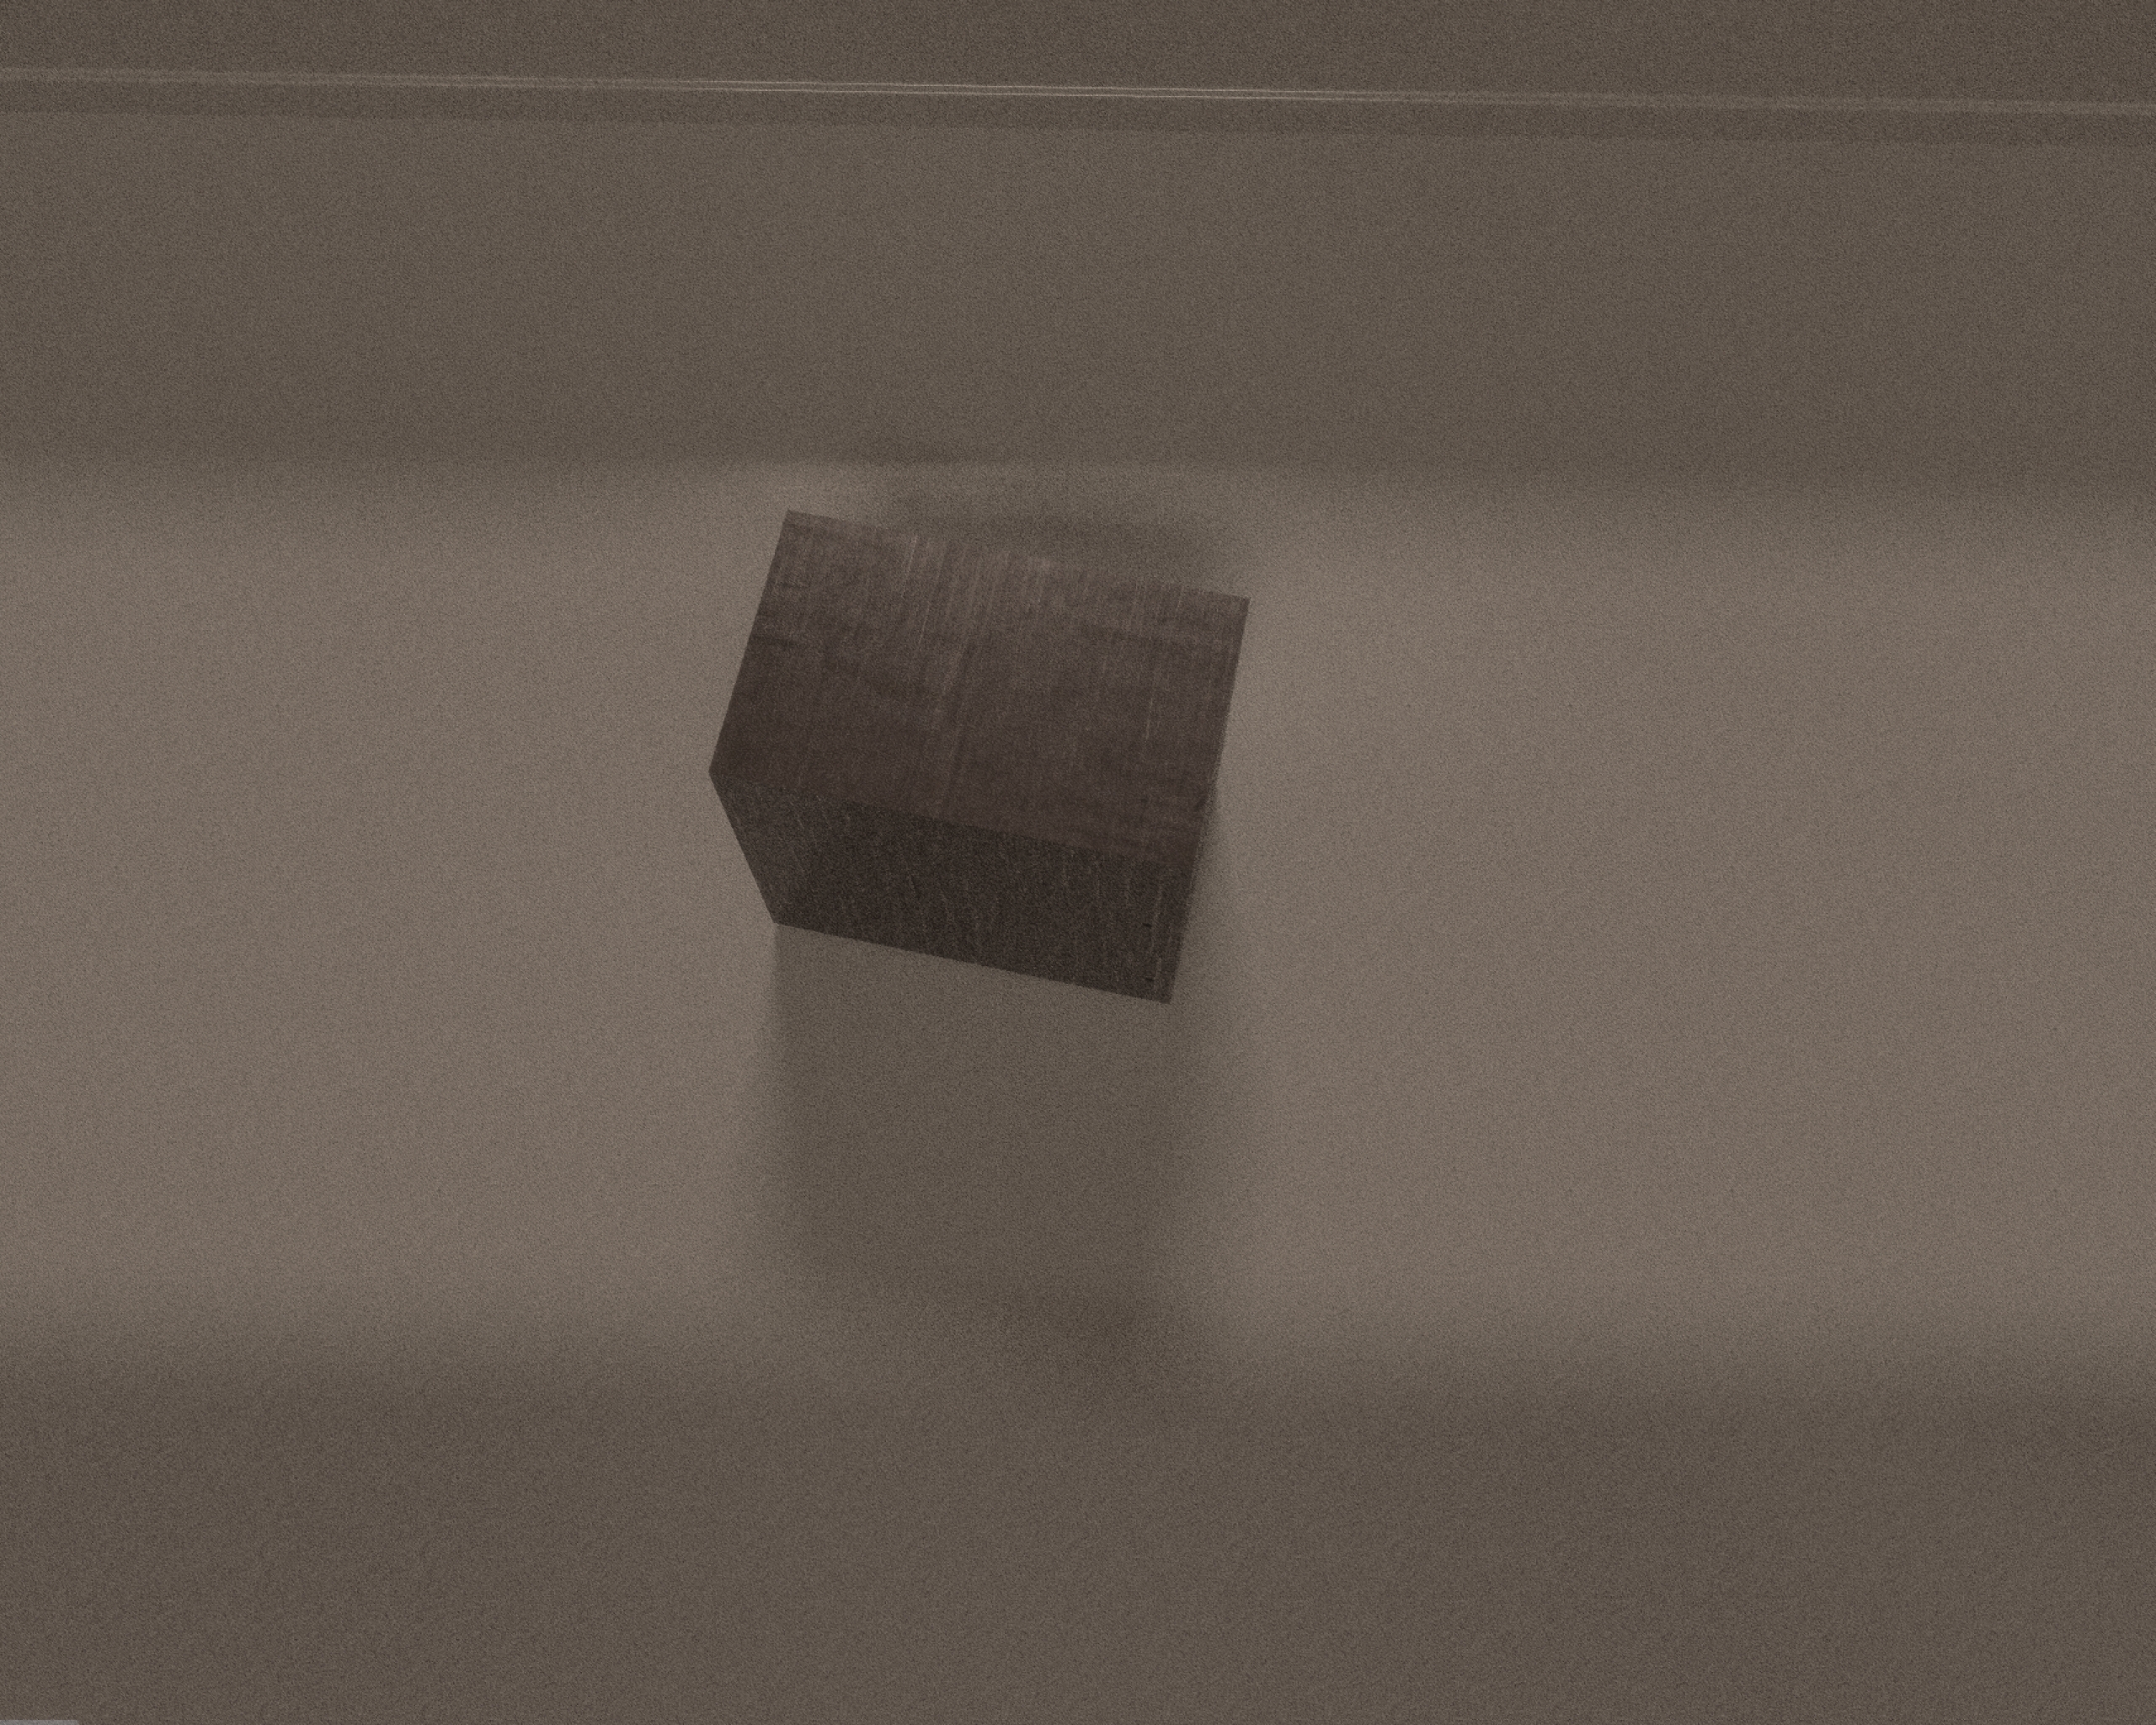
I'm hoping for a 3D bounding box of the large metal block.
[{"bbox_3d":[-0.016,-0.016,0.384,0.080,0.080,0.050,12,71,4],"label":"large metal block"}]
